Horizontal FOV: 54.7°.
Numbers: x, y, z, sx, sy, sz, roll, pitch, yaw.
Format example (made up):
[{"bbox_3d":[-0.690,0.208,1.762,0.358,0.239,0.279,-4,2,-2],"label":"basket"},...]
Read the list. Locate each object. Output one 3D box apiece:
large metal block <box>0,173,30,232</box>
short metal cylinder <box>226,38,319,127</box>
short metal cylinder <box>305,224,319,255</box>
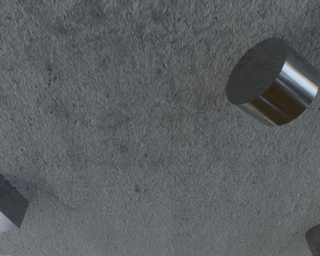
[{"bbox_3d":[-0.274,0.124,0.494,0.080,0.050,0.080,-13,129,10],"label":"large metal block"},{"bbox_3d":[0.118,-0.048,0.331,0.050,0.080,0.080,30,124,-23],"label":"short metal cylinder"},{"bbox_3d":[0.323,0.220,0.582,0.081,0.050,0.079,0,130,0],"label":"short metal cylinder"}]
